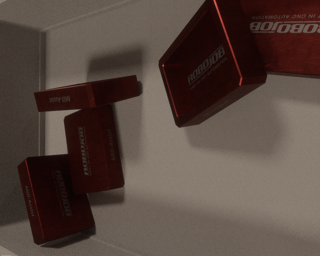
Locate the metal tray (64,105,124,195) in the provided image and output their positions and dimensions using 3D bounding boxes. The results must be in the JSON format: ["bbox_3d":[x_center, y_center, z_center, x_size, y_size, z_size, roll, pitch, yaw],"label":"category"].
[{"bbox_3d":[-0.107,0.035,0.489,0.090,0.030,0.129,-16,80,38],"label":"metal tray"}]

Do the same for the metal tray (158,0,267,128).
[{"bbox_3d":[0.046,-0.062,0.329,0.129,0.030,0.090,-38,64,61],"label":"metal tray"}]

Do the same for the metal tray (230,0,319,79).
[{"bbox_3d":[0.128,-0.096,0.297,0.130,0.030,0.089,14,99,38],"label":"metal tray"}]

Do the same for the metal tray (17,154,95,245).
[{"bbox_3d":[-0.166,0.109,0.498,0.030,0.091,0.130,-32,70,35],"label":"metal tray"}]

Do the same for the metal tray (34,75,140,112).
[{"bbox_3d":[-0.106,-0.049,0.445,0.130,0.091,0.030,0,105,39],"label":"metal tray"}]
